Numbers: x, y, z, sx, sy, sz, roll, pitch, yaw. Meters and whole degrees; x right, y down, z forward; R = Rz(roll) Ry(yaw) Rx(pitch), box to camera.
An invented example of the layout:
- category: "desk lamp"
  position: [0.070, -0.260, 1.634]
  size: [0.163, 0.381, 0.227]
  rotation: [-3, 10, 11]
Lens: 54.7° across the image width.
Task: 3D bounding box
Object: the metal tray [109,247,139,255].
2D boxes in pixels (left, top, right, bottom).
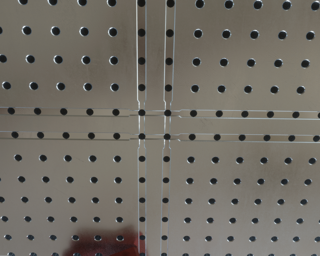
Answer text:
- category: "metal tray"
  position: [-0.086, 0.250, 0.481]
  size: [0.131, 0.030, 0.089]
  rotation: [-16, 111, -13]
